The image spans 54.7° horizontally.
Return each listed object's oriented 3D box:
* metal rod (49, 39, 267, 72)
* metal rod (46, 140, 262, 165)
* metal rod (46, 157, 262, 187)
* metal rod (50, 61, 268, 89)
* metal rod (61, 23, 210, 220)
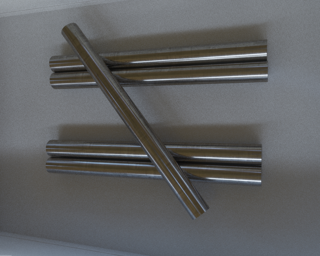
[{"bbox_3d":[-0.016,-0.093,0.414,0.301,0.025,0.025,1,90,19],"label":"metal rod"},{"bbox_3d":[-0.021,0.031,0.416,0.301,0.025,0.025,0,90,19],"label":"metal rod"},{"bbox_3d":[-0.022,0.056,0.416,0.301,0.025,0.025,0,90,19],"label":"metal rod"},{"bbox_3d":[-0.015,-0.069,0.414,0.301,0.025,0.025,1,90,19],"label":"metal rod"},{"bbox_3d":[-0.038,-0.017,0.396,0.025,0.025,0.299,-40,78,16],"label":"metal rod"}]
